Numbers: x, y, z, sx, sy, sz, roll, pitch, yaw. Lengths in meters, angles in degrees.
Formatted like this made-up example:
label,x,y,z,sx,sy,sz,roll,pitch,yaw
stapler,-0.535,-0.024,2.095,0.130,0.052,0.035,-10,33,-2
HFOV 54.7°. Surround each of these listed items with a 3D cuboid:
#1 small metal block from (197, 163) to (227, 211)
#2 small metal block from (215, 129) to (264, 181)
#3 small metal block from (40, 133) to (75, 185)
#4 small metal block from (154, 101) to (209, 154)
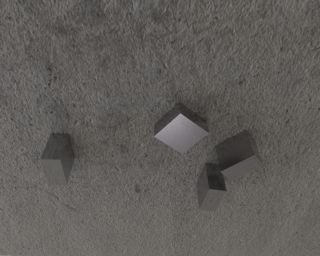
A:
label,x,y,z,sx,sy,sz,roll,pitch,yaw
small metal block,0.076,0.089,0.467,0.025,0.050,0.050,9,130,-8
small metal block,0.107,0.037,0.423,0.050,0.050,0.025,-31,124,24
small metal block,-0.139,0.042,0.425,0.025,0.050,0.050,1,130,-1
small metal block,0.028,0.001,0.408,0.050,0.025,0.050,33,123,-25
